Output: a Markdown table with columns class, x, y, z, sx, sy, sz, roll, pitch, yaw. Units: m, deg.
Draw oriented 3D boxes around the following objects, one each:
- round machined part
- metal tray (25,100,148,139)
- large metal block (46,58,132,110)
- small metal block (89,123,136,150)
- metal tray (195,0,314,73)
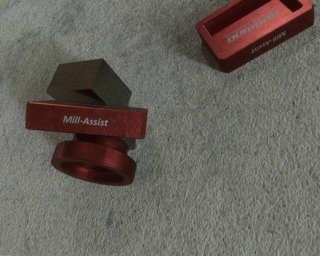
| class | x | y | z | sx | sy | sz | roll | pitch | yaw |
| --- | --- | --- | --- | --- | --- | --- | --- | --- | --- |
| round machined part | -0.076 | 0.035 | 0.375 | 0.098 | 0.098 | 0.042 | -2 | 62 | 27 |
| metal tray | -0.082 | -0.013 | 0.379 | 0.131 | 0.090 | 0.030 | 5 | 96 | -2 |
| large metal block | -0.101 | -0.052 | 0.454 | 0.080 | 0.080 | 0.050 | 0 | 61 | 28 |
| small metal block | -0.067 | 0.012 | 0.413 | 0.050 | 0.050 | 0.025 | -6 | 69 | 25 |
| metal tray | 0.125 | -0.142 | 0.422 | 0.130 | 0.030 | 0.090 | -29 | 52 | 9 |
